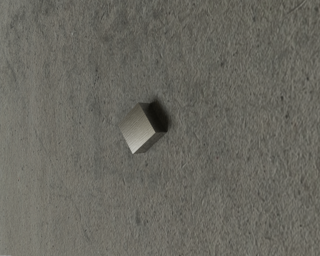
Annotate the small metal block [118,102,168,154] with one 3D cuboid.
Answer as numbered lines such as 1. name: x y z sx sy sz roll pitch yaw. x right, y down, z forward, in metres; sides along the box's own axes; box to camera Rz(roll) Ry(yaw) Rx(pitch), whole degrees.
1. small metal block: -0.025 0.001 0.425 0.050 0.025 0.050 -44 64 31
